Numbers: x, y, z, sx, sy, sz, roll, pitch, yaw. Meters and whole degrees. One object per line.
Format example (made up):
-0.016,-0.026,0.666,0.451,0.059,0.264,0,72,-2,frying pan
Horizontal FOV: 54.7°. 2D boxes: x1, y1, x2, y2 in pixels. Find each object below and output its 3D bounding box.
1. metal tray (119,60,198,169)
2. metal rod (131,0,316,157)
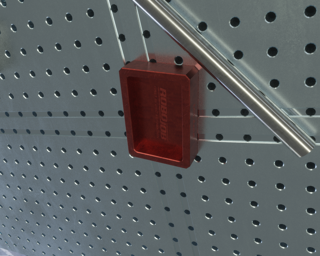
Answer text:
0.000,-0.016,0.396,0.090,0.030,0.129,10,123,22,metal tray
0.050,-0.079,0.335,0.300,0.025,0.025,43,129,-2,metal rod
